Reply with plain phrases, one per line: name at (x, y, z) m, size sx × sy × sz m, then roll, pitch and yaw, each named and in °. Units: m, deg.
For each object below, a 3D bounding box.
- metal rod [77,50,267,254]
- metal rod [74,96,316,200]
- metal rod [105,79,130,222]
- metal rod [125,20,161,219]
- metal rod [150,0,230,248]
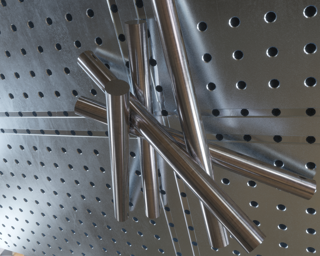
metal rod at (-0.001, 0.011, 0.353) m, size 0.300 × 0.025 × 0.025 m, roll 47°, pitch 132°, yaw 21°
metal rod at (0.037, 0.022, 0.381) m, size 0.301 × 0.025 × 0.025 m, roll 20°, pitch 126°, yaw 7°
metal rod at (-0.055, 0.055, 0.426) m, size 0.025 × 0.025 × 0.298 m, roll 23°, pitch 141°, yaw 14°
metal rod at (-0.019, 0.009, 0.424) m, size 0.025 × 0.025 × 0.298 m, roll 10°, pitch 123°, yaw 22°
metal rod at (0.036, -0.004, 0.348) m, size 0.025 × 0.025 × 0.298 m, roll -8°, pitch 102°, yaw 31°
